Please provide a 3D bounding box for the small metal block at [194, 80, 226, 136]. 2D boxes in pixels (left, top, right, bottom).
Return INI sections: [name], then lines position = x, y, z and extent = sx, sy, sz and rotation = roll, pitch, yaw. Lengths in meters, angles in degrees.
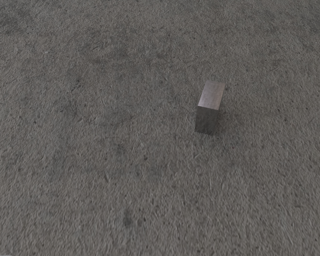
[small metal block]
position = 0.066, -0.027, 0.410
extent = 0.025, 0.050, 0.050
rotation = 14, 51, 11
